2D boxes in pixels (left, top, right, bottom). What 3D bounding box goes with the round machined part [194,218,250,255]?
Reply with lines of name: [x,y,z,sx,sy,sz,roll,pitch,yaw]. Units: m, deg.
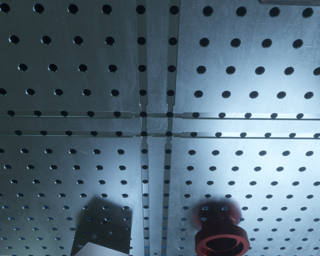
round machined part: [0.112,0.204,0.575,0.099,0.042,0.097,0,130,0]

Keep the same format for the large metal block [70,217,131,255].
large metal block: [-0.111,0.220,0.581,0.080,0.050,0.080,28,125,-22]

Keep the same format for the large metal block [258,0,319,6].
large metal block: [0.129,-0.154,0.265,0.081,0.050,0.079,1,130,-1]
